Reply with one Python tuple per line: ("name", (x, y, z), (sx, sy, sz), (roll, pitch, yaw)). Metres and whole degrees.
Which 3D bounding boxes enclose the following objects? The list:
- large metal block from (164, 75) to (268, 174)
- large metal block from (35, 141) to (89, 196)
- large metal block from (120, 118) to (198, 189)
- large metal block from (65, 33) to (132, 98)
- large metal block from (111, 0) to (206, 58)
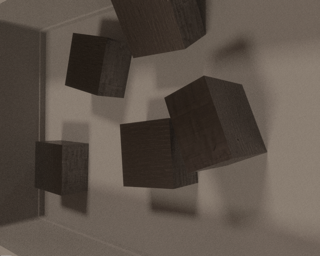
("large metal block", (0.059, -0.002, 0.321), (0.050, 0.081, 0.080), (-26, 74, 37))
("large metal block", (-0.167, 0.064, 0.525), (0.080, 0.050, 0.079), (3, 92, 39))
("large metal block", (-0.002, 0.031, 0.391), (0.080, 0.050, 0.080), (-6, 86, 39))
("large metal block", (-0.092, -0.094, 0.464), (0.080, 0.050, 0.079), (19, 102, 38))
("large metal block", (-0.002, -0.135, 0.368), (0.080, 0.050, 0.080), (1, 122, 39))
